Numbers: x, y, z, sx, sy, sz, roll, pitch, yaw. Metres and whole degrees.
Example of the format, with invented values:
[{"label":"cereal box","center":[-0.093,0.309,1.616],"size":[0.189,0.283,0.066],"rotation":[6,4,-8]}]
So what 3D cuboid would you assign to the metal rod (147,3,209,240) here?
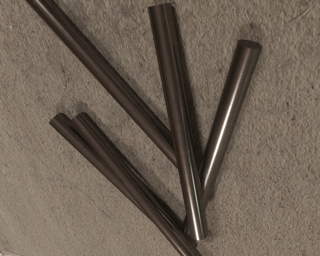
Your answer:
[{"label":"metal rod","center":[0.027,0.008,0.376],"size":[0.025,0.025,0.298],"rotation":[-1,112,28]}]

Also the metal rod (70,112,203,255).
[{"label":"metal rod","center":[-0.029,0.100,0.466],"size":[0.300,0.025,0.025],"rotation":[51,128,-2]}]

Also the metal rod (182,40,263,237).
[{"label":"metal rod","center":[0.068,0.037,0.392],"size":[0.025,0.025,0.298],"rotation":[21,126,15]}]

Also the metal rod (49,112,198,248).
[{"label":"metal rod","center":[-0.056,0.089,0.489],"size":[0.300,0.025,0.025],"rotation":[44,129,-3]}]

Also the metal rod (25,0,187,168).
[{"label":"metal rod","center":[-0.065,-0.062,0.400],"size":[0.300,0.025,0.025],"rotation":[48,129,-6]}]
